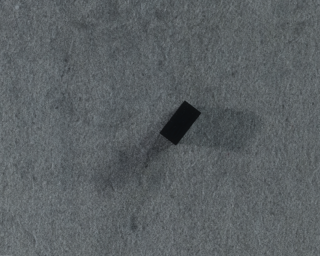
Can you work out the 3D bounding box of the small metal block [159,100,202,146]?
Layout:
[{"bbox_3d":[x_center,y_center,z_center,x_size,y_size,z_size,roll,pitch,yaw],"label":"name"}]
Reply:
[{"bbox_3d":[0.025,-0.006,0.398,0.025,0.050,0.050,38,90,0],"label":"small metal block"}]
